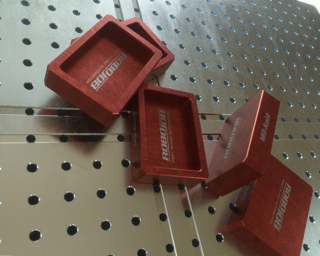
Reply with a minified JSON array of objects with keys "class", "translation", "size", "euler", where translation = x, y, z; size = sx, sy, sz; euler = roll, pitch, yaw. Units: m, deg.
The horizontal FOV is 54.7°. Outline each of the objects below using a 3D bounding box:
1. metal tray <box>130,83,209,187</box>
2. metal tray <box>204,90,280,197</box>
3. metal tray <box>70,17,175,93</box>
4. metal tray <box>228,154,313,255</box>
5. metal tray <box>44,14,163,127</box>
[{"class":"metal tray","translation":[0.009,0.008,0.406],"size":[0.091,0.030,0.130],"euler":[9,58,-24]},{"class":"metal tray","translation":[0.111,0.019,0.416],"size":[0.030,0.090,0.130],"euler":[33,51,-7]},{"class":"metal tray","translation":[-0.051,-0.102,0.440],"size":[0.090,0.030,0.131],"euler":[49,51,6]},{"class":"metal tray","translation":[0.156,0.108,0.425],"size":[0.090,0.030,0.130],"euler":[39,51,-3]},{"class":"metal tray","translation":[-0.063,-0.075,0.378],"size":[0.090,0.030,0.130],"euler":[35,51,-5]}]
